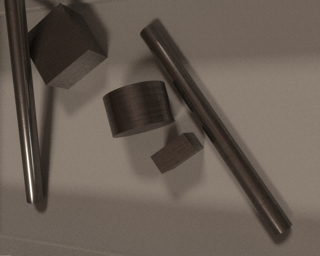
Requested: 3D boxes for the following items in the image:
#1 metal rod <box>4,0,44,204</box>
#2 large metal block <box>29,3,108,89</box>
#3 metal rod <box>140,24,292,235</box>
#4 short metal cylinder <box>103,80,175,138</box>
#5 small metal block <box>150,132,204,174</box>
[{"bbox_3d":[-0.191,-0.033,0.440,0.025,0.025,0.298,5,105,19],"label":"metal rod"},{"bbox_3d":[-0.137,-0.114,0.444,0.080,0.050,0.080,-35,79,16],"label":"large metal block"},{"bbox_3d":[0.063,-0.007,0.387,0.025,0.025,0.299,-36,79,16],"label":"metal rod"},{"bbox_3d":[-0.026,-0.022,0.390,0.080,0.080,0.050,-17,85,19],"label":"short metal cylinder"},{"bbox_3d":[0.023,0.030,0.388,0.050,0.050,0.025,-37,79,16],"label":"small metal block"}]
